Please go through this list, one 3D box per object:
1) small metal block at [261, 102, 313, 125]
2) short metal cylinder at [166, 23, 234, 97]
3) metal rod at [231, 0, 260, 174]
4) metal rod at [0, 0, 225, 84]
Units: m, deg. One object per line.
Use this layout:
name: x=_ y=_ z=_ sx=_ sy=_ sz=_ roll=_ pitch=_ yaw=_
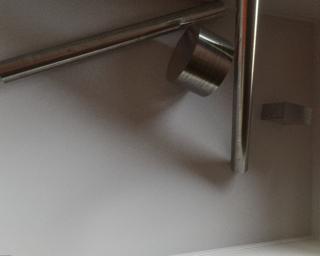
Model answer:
small metal block: x=0.191 y=-0.021 z=0.470 sx=0.050 sy=0.050 sz=0.025 roll=10 pitch=87 yaw=-20
short metal cylinder: x=0.050 y=-0.087 z=0.401 sx=0.050 sy=0.080 sz=0.080 roll=22 pitch=83 yaw=-19
metal rod: x=0.104 y=-0.069 z=0.383 sx=0.025 sy=0.025 sz=0.298 roll=-18 pitch=122 yaw=-19
metal rod: x=-0.046 y=-0.116 z=0.393 sx=0.302 sy=0.025 sz=0.025 roll=-22 pitch=98 yaw=-19
